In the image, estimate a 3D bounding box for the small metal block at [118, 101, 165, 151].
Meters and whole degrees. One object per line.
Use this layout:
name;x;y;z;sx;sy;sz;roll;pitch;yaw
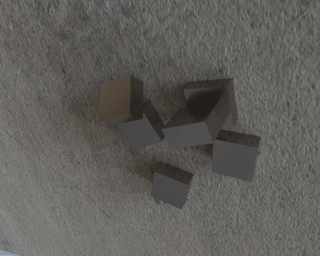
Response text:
small metal block;-0.024;-0.002;0.417;0.050;0.025;0.050;-21;108;35

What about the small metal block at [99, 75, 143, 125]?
small metal block;-0.049;-0.034;0.393;0.050;0.025;0.050;-11;70;32

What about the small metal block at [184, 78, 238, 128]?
small metal block;0.060;-0.028;0.357;0.050;0.025;0.050;0;119;28

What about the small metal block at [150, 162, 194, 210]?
small metal block;0.017;0.083;0.448;0.050;0.025;0.050;20;126;16

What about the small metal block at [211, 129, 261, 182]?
small metal block;0.092;0.033;0.378;0.050;0.025;0.050;12;123;21

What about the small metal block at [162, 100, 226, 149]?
small metal block;0.038;-0.004;0.335;0.050;0.050;0.025;-10;113;32
